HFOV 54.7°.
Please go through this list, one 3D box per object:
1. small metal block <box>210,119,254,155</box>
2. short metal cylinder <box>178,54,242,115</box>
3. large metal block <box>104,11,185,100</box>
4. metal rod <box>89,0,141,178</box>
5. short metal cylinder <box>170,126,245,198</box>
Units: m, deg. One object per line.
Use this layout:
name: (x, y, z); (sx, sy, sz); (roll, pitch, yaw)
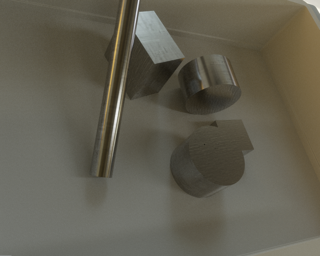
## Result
small metal block: (0.102, 0.016, 0.453); (0.050, 0.025, 0.050); (-3, 63, -30)
short metal cylinder: (0.071, -0.061, 0.447); (0.081, 0.080, 0.050); (2, 61, -28)
large metal block: (-0.024, -0.097, 0.418); (0.050, 0.080, 0.080); (-21, 73, -36)
metal rod: (-0.044, -0.093, 0.360); (0.025, 0.025, 0.298); (11, 82, -23)
short metal cylinder: (0.060, 0.044, 0.397); (0.081, 0.050, 0.080); (14, 56, -21)
